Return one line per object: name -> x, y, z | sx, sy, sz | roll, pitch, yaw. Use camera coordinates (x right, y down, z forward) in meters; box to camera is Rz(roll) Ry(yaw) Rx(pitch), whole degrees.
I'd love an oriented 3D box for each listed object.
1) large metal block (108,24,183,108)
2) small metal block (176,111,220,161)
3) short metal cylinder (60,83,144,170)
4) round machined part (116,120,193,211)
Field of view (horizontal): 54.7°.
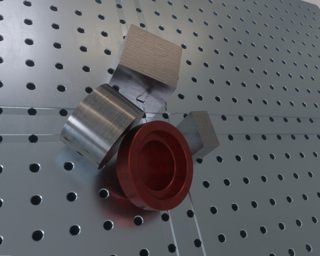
large metal block -> -0.019, -0.086, 0.434 | 0.080, 0.050, 0.080 | 21, 54, -16
small metal block -> 0.047, 0.012, 0.410 | 0.025, 0.050, 0.050 | -3, 63, -30
short metal cylinder -> -0.061, -0.002, 0.338 | 0.050, 0.080, 0.080 | 38, 51, 2
round machined part -> -0.010, 0.043, 0.351 | 0.099, 0.042, 0.098 | 13, 71, -43
